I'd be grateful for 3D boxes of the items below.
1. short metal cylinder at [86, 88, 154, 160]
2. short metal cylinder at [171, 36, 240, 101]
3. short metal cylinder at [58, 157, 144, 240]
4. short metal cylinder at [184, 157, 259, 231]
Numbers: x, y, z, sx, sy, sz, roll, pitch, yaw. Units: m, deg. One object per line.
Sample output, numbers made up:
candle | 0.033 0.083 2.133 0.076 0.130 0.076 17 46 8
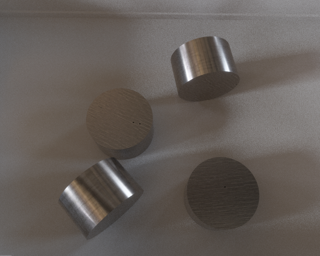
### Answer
short metal cylinder | -0.049 -0.004 0.397 0.081 0.050 0.080 0 70 0
short metal cylinder | 0.058 -0.075 0.408 0.081 0.080 0.050 -10 71 -4
short metal cylinder | -0.065 0.079 0.351 0.080 0.080 0.050 -40 75 -13
short metal cylinder | 0.070 0.079 0.368 0.081 0.050 0.080 0 70 0
